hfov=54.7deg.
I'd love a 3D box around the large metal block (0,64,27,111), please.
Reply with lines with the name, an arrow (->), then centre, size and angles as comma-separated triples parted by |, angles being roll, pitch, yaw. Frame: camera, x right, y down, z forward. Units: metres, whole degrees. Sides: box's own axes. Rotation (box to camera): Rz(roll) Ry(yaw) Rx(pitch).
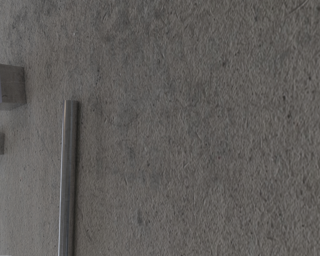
large metal block -> -0.333, -0.084, 0.664 | 0.080, 0.050, 0.080 | -11, 83, 39

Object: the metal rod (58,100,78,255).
metal rod -> -0.160, 0.102, 0.536 | 0.025, 0.025, 0.298 | 4, 93, 40

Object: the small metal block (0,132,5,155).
small metal block -> -0.390, 0.034, 0.727 | 0.050, 0.025, 0.050 | 10, 97, 39
